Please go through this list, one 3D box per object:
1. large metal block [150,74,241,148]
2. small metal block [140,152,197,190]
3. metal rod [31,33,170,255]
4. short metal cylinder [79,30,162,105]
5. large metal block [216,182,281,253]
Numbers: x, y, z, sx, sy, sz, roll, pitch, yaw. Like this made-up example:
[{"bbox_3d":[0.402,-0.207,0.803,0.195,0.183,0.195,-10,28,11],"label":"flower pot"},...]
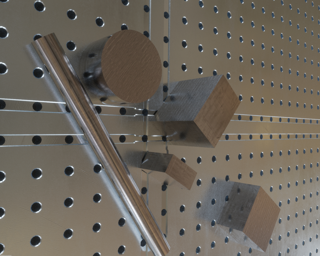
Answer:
[{"bbox_3d":[0.047,-0.022,0.415,0.050,0.080,0.080,50,60,-29],"label":"large metal block"},{"bbox_3d":[0.011,0.056,0.404,0.050,0.050,0.025,40,66,-33],"label":"small metal block"},{"bbox_3d":[-0.058,0.036,0.362,0.025,0.025,0.299,-39,114,-33],"label":"metal rod"},{"bbox_3d":[-0.045,-0.067,0.357,0.081,0.050,0.079,0,91,-40],"label":"short metal cylinder"},{"bbox_3d":[0.152,0.149,0.524,0.080,0.050,0.080,46,63,-31],"label":"large metal block"}]
